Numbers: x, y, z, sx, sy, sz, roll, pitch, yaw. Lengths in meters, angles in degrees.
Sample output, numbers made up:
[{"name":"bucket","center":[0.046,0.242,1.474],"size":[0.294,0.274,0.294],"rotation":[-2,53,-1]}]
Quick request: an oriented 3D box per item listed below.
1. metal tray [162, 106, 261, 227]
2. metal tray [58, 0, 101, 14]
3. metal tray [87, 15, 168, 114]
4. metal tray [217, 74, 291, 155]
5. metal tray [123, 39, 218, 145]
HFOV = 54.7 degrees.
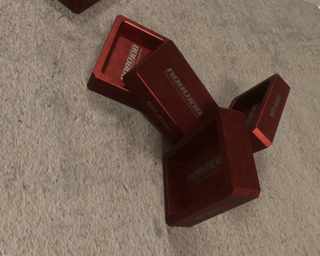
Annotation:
[{"name":"metal tray","center":[0.046,0.048,0.334],"size":[0.030,0.129,0.090],"rotation":[11,57,-23]},{"name":"metal tray","center":[-0.122,-0.241,0.483],"size":[0.090,0.030,0.130],"rotation":[38,51,-3]},{"name":"metal tray","center":[-0.038,-0.093,0.437],"size":[0.091,0.030,0.130],"rotation":[23,53,-15]},{"name":"metal tray","center":[0.126,-0.013,0.437],"size":[0.030,0.090,0.130],"rotation":[44,50,-10]},{"name":"metal tray","center":[0.021,-0.042,0.413],"size":[0.130,0.030,0.090],"rotation":[52,49,-16]}]
